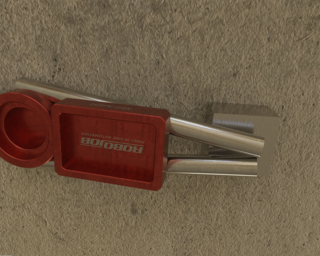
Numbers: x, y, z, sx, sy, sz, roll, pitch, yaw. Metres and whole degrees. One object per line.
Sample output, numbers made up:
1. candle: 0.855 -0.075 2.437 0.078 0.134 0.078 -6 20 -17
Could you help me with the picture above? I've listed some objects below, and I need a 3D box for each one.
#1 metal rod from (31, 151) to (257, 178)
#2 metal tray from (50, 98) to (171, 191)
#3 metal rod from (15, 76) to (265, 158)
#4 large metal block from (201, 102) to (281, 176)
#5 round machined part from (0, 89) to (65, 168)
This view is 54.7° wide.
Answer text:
1. metal rod: -0.035 0.044 0.392 0.301 0.025 0.025 1 111 13
2. metal tray: -0.057 0.018 0.359 0.131 0.030 0.089 7 110 10
3. metal rod: -0.030 -0.015 0.370 0.301 0.025 0.025 15 110 8
4. large metal block: 0.101 0.013 0.402 0.081 0.050 0.079 4 110 -2
5. round machined part: -0.166 -0.002 0.393 0.098 0.042 0.097 3 110 9
